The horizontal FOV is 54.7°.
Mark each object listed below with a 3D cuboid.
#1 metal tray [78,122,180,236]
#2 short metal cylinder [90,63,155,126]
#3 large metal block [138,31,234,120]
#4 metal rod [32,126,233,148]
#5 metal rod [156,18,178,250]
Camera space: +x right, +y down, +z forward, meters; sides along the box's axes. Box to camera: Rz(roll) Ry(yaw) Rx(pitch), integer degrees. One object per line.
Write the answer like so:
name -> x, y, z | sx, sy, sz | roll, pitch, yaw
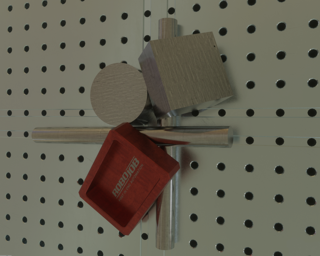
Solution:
metal tray -> -0.044, 0.068, 0.398 | 0.090, 0.030, 0.129 | 38, 123, 10
short metal cylinder -> -0.045, -0.043, 0.415 | 0.080, 0.050, 0.079 | 0, 90, 20
large metal block -> 0.029, -0.061, 0.368 | 0.081, 0.050, 0.080 | -15, 84, -21
metal rod -> -0.055, 0.011, 0.414 | 0.300, 0.025, 0.025 | 0, 90, 27
metal rod -> 0.009, 0.008, 0.409 | 0.025, 0.025, 0.298 | 1, 91, 20
